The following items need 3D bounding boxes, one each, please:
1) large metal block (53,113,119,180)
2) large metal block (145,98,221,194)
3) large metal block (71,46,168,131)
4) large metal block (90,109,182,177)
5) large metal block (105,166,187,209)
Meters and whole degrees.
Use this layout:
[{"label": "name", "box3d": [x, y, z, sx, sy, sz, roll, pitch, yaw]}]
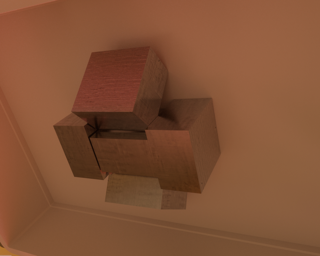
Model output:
[{"label": "large metal block", "box3d": [-0.087, 0.013, 0.426, 0.050, 0.080, 0.080, 1, 119, 28]}, {"label": "large metal block", "box3d": [0.031, 0.018, 0.366, 0.050, 0.080, 0.080, 1, 119, 28]}, {"label": "large metal block", "box3d": [-0.044, -0.043, 0.360, 0.080, 0.080, 0.050, 2, 157, 27]}, {"label": "large metal block", "box3d": [-0.027, 0.015, 0.395, 0.080, 0.080, 0.050, 1, 119, 28]}, {"label": "large metal block", "box3d": [-0.015, 0.080, 0.420, 0.080, 0.080, 0.050, 0, 77, 27]}]
